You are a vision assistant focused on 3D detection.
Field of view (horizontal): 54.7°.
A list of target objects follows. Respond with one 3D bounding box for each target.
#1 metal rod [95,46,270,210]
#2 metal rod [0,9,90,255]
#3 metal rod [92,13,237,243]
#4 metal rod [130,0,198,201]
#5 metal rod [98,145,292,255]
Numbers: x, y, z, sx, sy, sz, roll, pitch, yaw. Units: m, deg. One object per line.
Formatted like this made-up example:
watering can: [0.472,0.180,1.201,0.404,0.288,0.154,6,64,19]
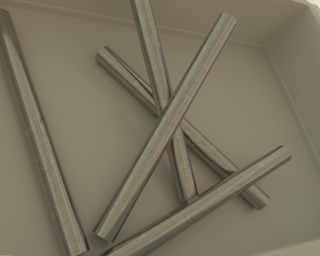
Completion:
metal rod: [0.030,-0.001,0.421,0.300,0.025,0.025,43,51,1]
metal rod: [-0.138,-0.009,0.336,0.025,0.025,0.299,-13,68,-33]
metal rod: [0.015,-0.015,0.355,0.025,0.025,0.300,33,73,-7]
metal rod: [-0.001,-0.060,0.384,0.025,0.025,0.298,-11,86,-33]
metal rod: [0.051,0.088,0.357,0.302,0.025,0.025,-23,74,-29]
